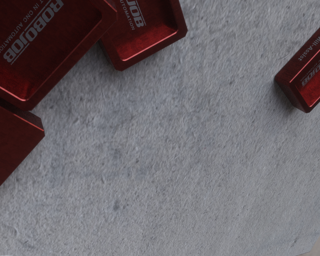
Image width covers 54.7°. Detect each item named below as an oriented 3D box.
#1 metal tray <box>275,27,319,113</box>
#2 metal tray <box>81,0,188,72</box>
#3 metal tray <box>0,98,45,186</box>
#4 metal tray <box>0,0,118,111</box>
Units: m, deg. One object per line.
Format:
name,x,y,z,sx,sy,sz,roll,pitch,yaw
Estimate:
metal tray,0.250,-0.097,0.482,0.130,0.030,0.090,-48,129,6
metal tray,-0.033,-0.133,0.304,0.090,0.030,0.130,-31,129,-9
metal tray,-0.195,0.024,0.312,0.130,0.030,0.090,-47,130,5
metal tray,-0.112,-0.085,0.266,0.130,0.030,0.090,-41,126,16
